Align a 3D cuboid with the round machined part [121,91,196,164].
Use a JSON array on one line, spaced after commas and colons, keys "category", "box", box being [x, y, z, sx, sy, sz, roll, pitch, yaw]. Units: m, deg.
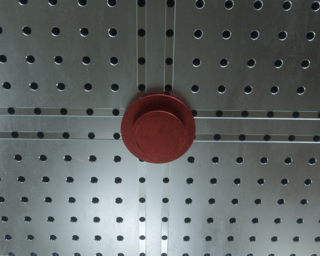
[{"category": "round machined part", "box": [-0.002, 0.004, 0.405, 0.099, 0.042, 0.097, 0, 110, -1]}]
